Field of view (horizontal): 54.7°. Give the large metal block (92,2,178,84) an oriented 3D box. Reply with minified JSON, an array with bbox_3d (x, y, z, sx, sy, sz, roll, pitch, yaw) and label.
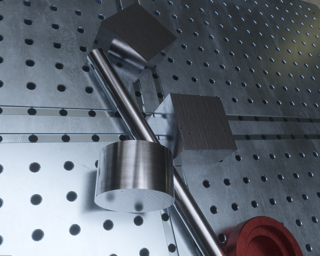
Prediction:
[{"bbox_3d":[-0.036,-0.124,0.449,0.080,0.050,0.080,42,51,0],"label":"large metal block"}]

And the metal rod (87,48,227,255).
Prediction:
[{"bbox_3d":[-0.011,0.024,0.387,0.025,0.025,0.299,-22,73,-36],"label":"metal rod"}]

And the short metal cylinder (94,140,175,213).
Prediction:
[{"bbox_3d":[-0.026,0.053,0.326,0.081,0.080,0.050,12,57,-22],"label":"short metal cylinder"}]

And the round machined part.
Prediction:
[{"bbox_3d":[0.119,0.158,0.365,0.099,0.042,0.098,14,56,-21],"label":"round machined part"}]

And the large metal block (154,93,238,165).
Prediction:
[{"bbox_3d":[0.046,0.003,0.415,0.081,0.050,0.080,1,61,-28],"label":"large metal block"}]
